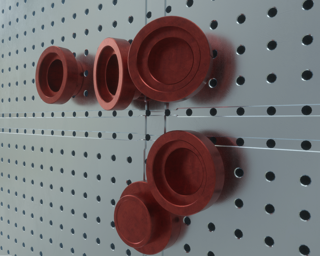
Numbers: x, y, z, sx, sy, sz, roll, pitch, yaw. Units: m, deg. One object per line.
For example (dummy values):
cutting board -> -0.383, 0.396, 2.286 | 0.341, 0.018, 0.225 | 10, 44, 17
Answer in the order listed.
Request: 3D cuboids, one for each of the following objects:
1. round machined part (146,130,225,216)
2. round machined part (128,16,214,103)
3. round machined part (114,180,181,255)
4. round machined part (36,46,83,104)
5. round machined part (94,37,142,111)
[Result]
round machined part -> 0.033, 0.051, 0.369 | 0.098, 0.042, 0.097 | 0, 90, 39
round machined part -> 0.015, -0.079, 0.371 | 0.098, 0.042, 0.097 | 0, 91, 19
round machined part -> -0.024, 0.121, 0.416 | 0.098, 0.042, 0.097 | 0, 90, 39
round machined part -> -0.170, -0.089, 0.536 | 0.098, 0.042, 0.097 | 0, 90, 39
round machined part -> -0.054, -0.073, 0.429 | 0.098, 0.042, 0.097 | 7, 98, 56
